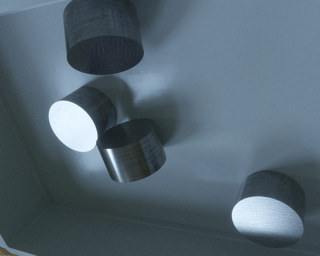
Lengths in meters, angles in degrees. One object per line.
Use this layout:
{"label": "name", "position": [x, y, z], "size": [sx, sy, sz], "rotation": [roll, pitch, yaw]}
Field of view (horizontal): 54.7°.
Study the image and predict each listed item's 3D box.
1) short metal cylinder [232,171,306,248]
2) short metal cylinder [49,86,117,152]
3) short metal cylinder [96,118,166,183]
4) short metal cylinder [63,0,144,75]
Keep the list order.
{"label": "short metal cylinder", "position": [0.135, 0.100, 0.383], "size": [0.080, 0.050, 0.079], "rotation": [13, 124, 21]}
{"label": "short metal cylinder", "position": [-0.109, -0.013, 0.442], "size": [0.080, 0.050, 0.079], "rotation": [13, 124, 21]}
{"label": "short metal cylinder", "position": [-0.037, 0.028, 0.410], "size": [0.080, 0.080, 0.050], "rotation": [-4, 116, 30]}
{"label": "short metal cylinder", "position": [-0.061, -0.098, 0.335], "size": [0.080, 0.080, 0.050], "rotation": [-22, 70, 36]}
